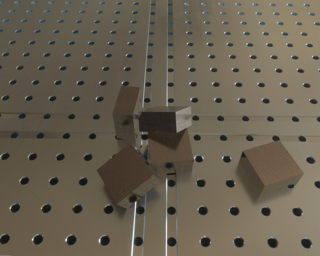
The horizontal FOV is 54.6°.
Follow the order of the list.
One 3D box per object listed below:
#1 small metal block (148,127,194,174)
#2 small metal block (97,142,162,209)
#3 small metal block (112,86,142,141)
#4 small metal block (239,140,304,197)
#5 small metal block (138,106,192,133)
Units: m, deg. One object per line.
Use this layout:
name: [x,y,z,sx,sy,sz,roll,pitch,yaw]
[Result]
small metal block: [0.012,0.028,0.384,0.050,0.025,0.050,-4,50,-4]
small metal block: [-0.035,0.054,0.351,0.050,0.025,0.050,-39,57,0]
small metal block: [-0.041,-0.019,0.408,0.025,0.050,0.050,6,50,5]
small metal block: [0.131,0.047,0.369,0.050,0.025,0.050,-15,52,-12]
small metal block: [0.007,-0.012,0.393,0.050,0.025,0.050,2,12,26]
